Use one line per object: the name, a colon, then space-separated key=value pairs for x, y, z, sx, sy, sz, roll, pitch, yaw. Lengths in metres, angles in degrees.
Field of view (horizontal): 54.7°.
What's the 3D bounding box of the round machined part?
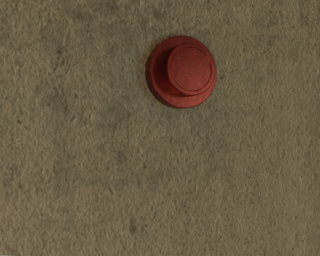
round machined part: x=0.034 y=-0.075 z=0.413 sx=0.099 sy=0.042 sz=0.097 roll=0 pitch=90 yaw=-21
